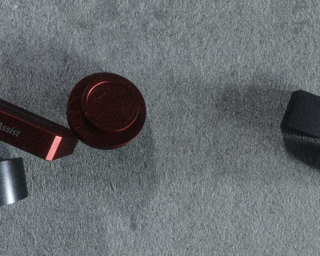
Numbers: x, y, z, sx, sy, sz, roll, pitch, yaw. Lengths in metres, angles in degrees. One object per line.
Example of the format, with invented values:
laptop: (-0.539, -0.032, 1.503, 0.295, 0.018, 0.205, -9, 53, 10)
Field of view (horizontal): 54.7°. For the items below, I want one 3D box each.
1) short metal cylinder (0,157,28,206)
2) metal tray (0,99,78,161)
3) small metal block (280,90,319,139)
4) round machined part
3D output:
short metal cylinder: (-0.209, 0.068, 0.381, 0.080, 0.080, 0.050, -8, 90, 0)
metal tray: (-0.172, -0.004, 0.376, 0.131, 0.090, 0.030, 24, 91, 0)
small metal block: (0.197, -0.018, 0.412, 0.050, 0.025, 0.050, 20, 90, 0)
round machined part: (-0.064, -0.024, 0.384, 0.099, 0.042, 0.098, 5, 75, -18)
